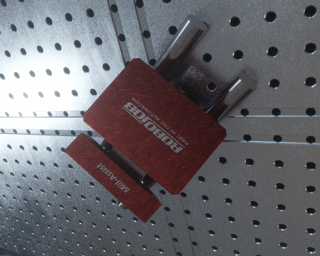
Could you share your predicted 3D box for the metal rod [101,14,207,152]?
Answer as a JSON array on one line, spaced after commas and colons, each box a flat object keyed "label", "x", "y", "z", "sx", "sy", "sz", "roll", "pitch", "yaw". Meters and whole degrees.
[{"label": "metal rod", "x": -0.036, "y": -0.021, "z": 0.416, "sx": 0.025, "sy": 0.025, "sz": 0.298, "roll": 40, "pitch": 129, "yaw": 0}]

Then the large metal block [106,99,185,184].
[{"label": "large metal block", "x": -0.016, "y": 0.016, "z": 0.392, "sx": 0.050, "sy": 0.080, "sz": 0.080, "roll": 41, "pitch": 129, "yaw": 0}]

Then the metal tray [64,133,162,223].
[{"label": "metal tray", "x": -0.060, "y": 0.062, "z": 0.410, "sx": 0.130, "sy": 0.030, "sz": 0.090, "roll": 42, "pitch": 173, "yaw": -2}]

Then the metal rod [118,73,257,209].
[{"label": "metal rod", "x": 0.017, "y": 0.037, "z": 0.424, "sx": 0.025, "sy": 0.025, "sz": 0.298, "roll": 41, "pitch": 129, "yaw": 0}]

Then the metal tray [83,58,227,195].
[{"label": "metal tray", "x": -0.005, "y": -0.002, "z": 0.341, "sx": 0.130, "sy": 0.030, "sz": 0.090, "roll": 40, "pitch": 85, "yaw": 0}]
